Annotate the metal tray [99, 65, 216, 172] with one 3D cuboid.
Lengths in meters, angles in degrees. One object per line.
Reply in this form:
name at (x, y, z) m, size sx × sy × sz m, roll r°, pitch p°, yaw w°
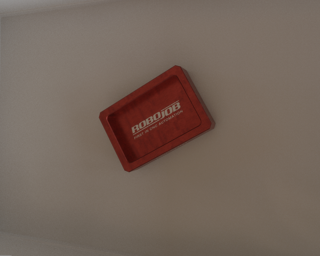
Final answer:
metal tray at (-0.006, -0.010, 0.407) m, size 0.130 × 0.030 × 0.090 m, roll -30°, pitch 81°, yaw 17°
